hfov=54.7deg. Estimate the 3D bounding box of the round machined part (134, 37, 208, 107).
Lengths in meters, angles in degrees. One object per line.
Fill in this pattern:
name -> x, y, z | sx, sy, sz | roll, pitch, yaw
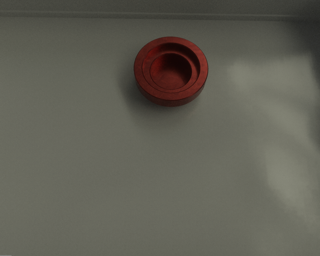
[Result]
round machined part -> 0.015, -0.073, 0.428 | 0.099, 0.042, 0.098 | 0, 70, -1
